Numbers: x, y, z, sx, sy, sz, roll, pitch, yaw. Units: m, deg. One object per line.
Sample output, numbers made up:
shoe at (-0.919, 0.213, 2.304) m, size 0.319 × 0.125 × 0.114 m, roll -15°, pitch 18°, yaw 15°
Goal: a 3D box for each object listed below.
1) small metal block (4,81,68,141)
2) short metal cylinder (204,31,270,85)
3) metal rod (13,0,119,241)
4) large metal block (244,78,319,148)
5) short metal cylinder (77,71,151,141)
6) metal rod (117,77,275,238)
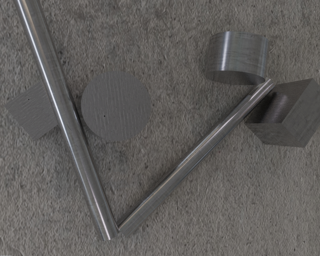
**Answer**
small metal block at (-0.140, -0.020, 0.358) m, size 0.050 × 0.025 × 0.050 m, roll -40°, pitch 103°, yaw -16°
short metal cylinder at (0.103, -0.091, 0.418) m, size 0.081 × 0.080 × 0.050 m, roll 9°, pitch 87°, yaw -20°
metal rod at (-0.102, -0.011, 0.344) m, size 0.025 × 0.025 × 0.298 m, roll -20°, pitch 102°, yaw -19°
large metal block at (0.184, -0.020, 0.448) m, size 0.050 × 0.080 × 0.080 m, roll 43°, pitch 77°, yaw -15°
short metal cylinder at (-0.057, -0.025, 0.375) m, size 0.081 × 0.050 × 0.080 m, roll 0°, pitch 90°, yaw -20°
metal rod at (0.057, 0.031, 0.430) m, size 0.301 × 0.025 × 0.025 m, roll -43°, pitch 104°, yaw -15°
